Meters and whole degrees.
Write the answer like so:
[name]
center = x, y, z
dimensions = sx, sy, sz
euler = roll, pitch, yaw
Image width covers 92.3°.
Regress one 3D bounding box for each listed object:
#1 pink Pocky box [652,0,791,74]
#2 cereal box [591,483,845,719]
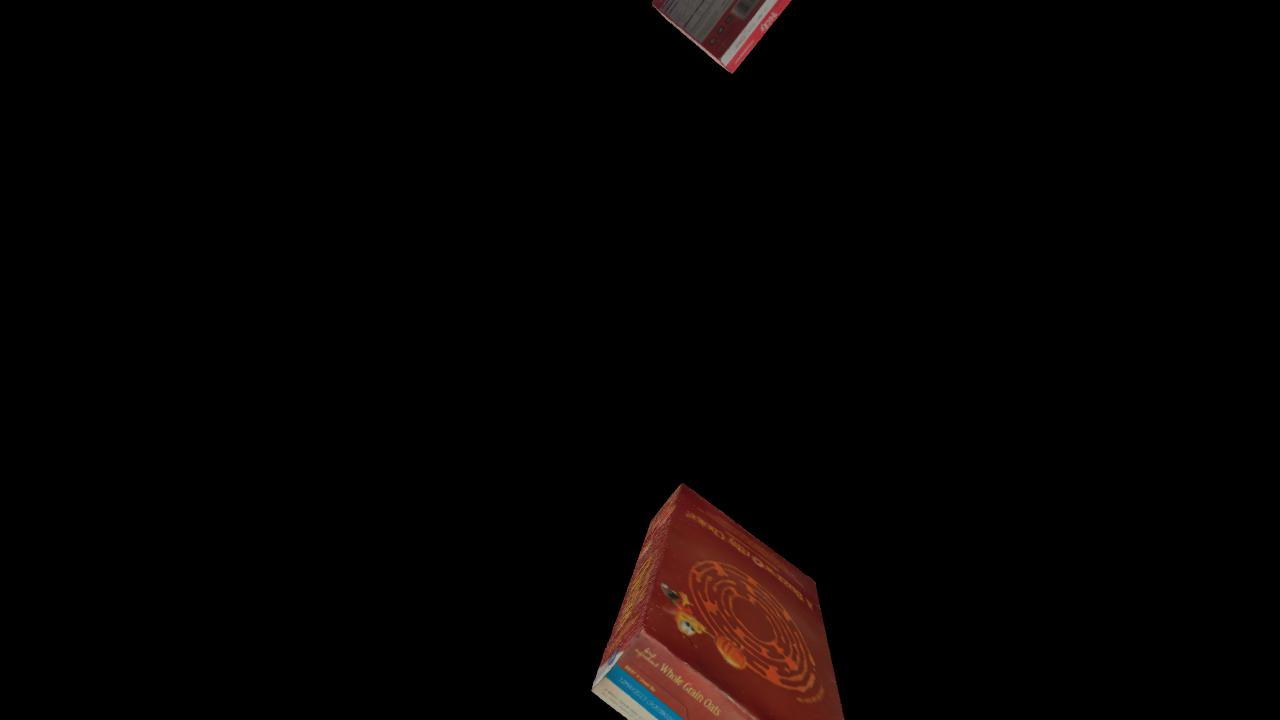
[pink Pocky box]
center = 0.076, -0.358, 0.614
dimensions = 0.029, 0.155, 0.084
euler = 20, -59, -46
[cereal box]
center = 0.084, 0.256, 0.591
dimensions = 0.203, 0.081, 0.306
euler = 36, 14, 1
